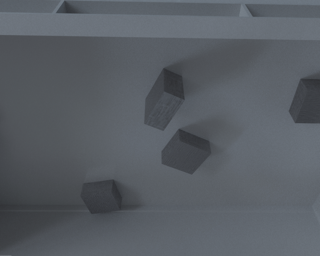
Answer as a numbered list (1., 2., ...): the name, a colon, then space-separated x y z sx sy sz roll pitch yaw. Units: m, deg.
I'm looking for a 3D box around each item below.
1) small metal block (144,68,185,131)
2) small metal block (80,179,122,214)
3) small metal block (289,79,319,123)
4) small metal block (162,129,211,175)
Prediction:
1. small metal block: 0.004 -0.034 0.364 0.025 0.050 0.050 21 127 -17
2. small metal block: -0.094 0.112 0.504 0.050 0.025 0.050 -9 130 7
3. small metal block: 0.196 -0.033 0.384 0.050 0.025 0.050 1 130 -1
4. small metal block: 0.036 0.035 0.439 0.050 0.025 0.050 22 127 -18
